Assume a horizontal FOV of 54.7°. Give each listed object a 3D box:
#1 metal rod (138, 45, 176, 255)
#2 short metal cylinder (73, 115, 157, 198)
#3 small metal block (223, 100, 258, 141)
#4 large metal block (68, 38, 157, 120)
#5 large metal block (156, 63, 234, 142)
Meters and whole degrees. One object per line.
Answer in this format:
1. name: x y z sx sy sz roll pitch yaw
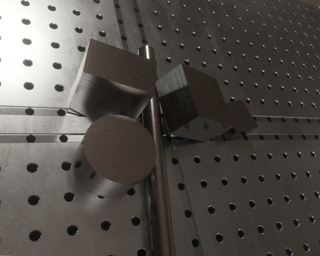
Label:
1. metal rod: -0.008 0.014 0.396 0.025 0.025 0.299 9 58 -24
2. short metal cylinder: -0.051 0.032 0.346 0.081 0.050 0.080 14 56 -21
3. small metal block: 0.116 -0.013 0.481 0.050 0.025 0.050 -14 69 -34
4. large metal block: -0.058 -0.050 0.373 0.081 0.080 0.050 16 56 -20
5. large metal block: 0.047 -0.032 0.424 0.081 0.050 0.080 12 54 -45
